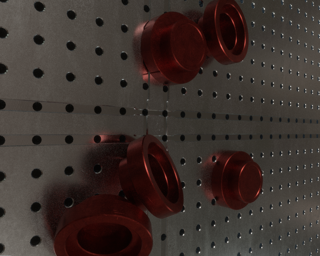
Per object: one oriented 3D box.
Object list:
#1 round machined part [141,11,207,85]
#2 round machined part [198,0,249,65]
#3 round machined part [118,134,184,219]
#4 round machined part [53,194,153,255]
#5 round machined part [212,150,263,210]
[{"bbox_3d":[0.026,-0.109,0.422,0.099,0.042,0.097,0,90,-40],"label":"round machined part"},{"bbox_3d":[0.093,-0.145,0.473,0.099,0.042,0.097,6,82,-47],"label":"round machined part"},{"bbox_3d":[-0.013,0.060,0.368,0.098,0.042,0.098,55,19,-29],"label":"round machined part"},{"bbox_3d":[-0.058,0.109,0.329,0.098,0.098,0.042,48,17,-30],"label":"round machined part"},{"bbox_3d":[0.134,0.087,0.514,0.099,0.042,0.097,0,90,-40],"label":"round machined part"}]
